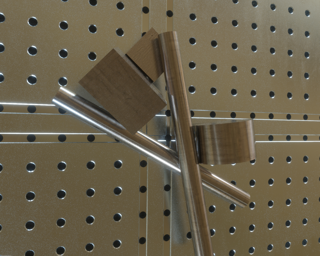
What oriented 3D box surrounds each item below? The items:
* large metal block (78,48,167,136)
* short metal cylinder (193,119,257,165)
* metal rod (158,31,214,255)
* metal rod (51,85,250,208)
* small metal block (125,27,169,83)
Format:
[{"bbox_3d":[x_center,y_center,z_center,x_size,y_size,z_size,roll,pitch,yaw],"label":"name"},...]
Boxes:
[{"bbox_3d":[-0.041,-0.047,0.361,0.050,0.080,0.080,-42,105,7],"label":"large metal block"},{"bbox_3d":[0.086,0.017,0.415,0.081,0.080,0.050,-7,93,-20],"label":"short metal cylinder"},{"bbox_3d":[0.035,0.029,0.397,0.025,0.025,0.298,-11,93,-20],"label":"metal rod"},{"bbox_3d":[0.001,0.033,0.412,0.301,0.025,0.025,31,80,-18],"label":"metal rod"},{"bbox_3d":[-0.013,-0.094,0.408,0.050,0.025,0.050,44,76,-15],"label":"small metal block"}]
